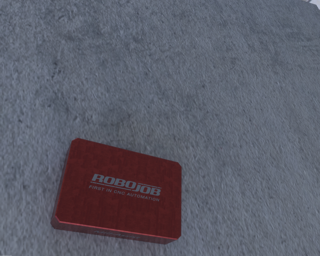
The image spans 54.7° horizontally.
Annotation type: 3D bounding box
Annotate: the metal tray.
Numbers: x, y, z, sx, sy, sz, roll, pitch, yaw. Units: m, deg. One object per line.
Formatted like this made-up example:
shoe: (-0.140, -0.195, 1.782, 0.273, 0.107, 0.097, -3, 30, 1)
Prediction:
metal tray: (-0.041, 0.070, 0.337, 0.131, 0.030, 0.090, 16, 55, -20)
